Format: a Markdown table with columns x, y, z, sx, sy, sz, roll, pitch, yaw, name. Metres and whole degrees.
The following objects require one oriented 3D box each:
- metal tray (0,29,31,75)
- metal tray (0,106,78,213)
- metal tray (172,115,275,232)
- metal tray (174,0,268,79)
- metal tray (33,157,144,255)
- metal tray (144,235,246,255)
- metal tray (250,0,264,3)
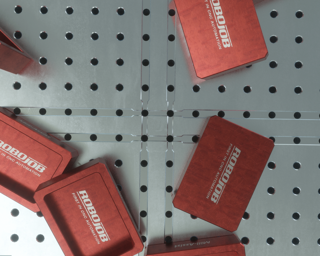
| x | y | z | sx | sy | sz | roll | pitch | yaw | name |
| --- | --- | --- | --- | --- | --- | --- | --- | --- | --- |
| -0.231 | -0.127 | 0.379 | 0.130 | 0.090 | 0.030 | 44 | 90 | 0 | metal tray |
| -0.189 | 0.039 | 0.409 | 0.130 | 0.030 | 0.090 | 30 | 90 | 0 | metal tray |
| 0.082 | 0.059 | 0.411 | 0.090 | 0.030 | 0.130 | 24 | 90 | 0 | metal tray |
| 0.075 | -0.137 | 0.396 | 0.090 | 0.030 | 0.129 | -17 | 90 | 21 | metal tray |
| -0.087 | 0.114 | 0.393 | 0.090 | 0.030 | 0.130 | -25 | 101 | -7 | metal tray |
| 0.049 | 0.199 | 0.411 | 0.131 | 0.030 | 0.090 | -7 | 90 | 0 | metal tray |
| 0.133 | -0.241 | 0.412 | 0.090 | 0.030 | 0.130 | -23 | 90 | 0 | metal tray |
